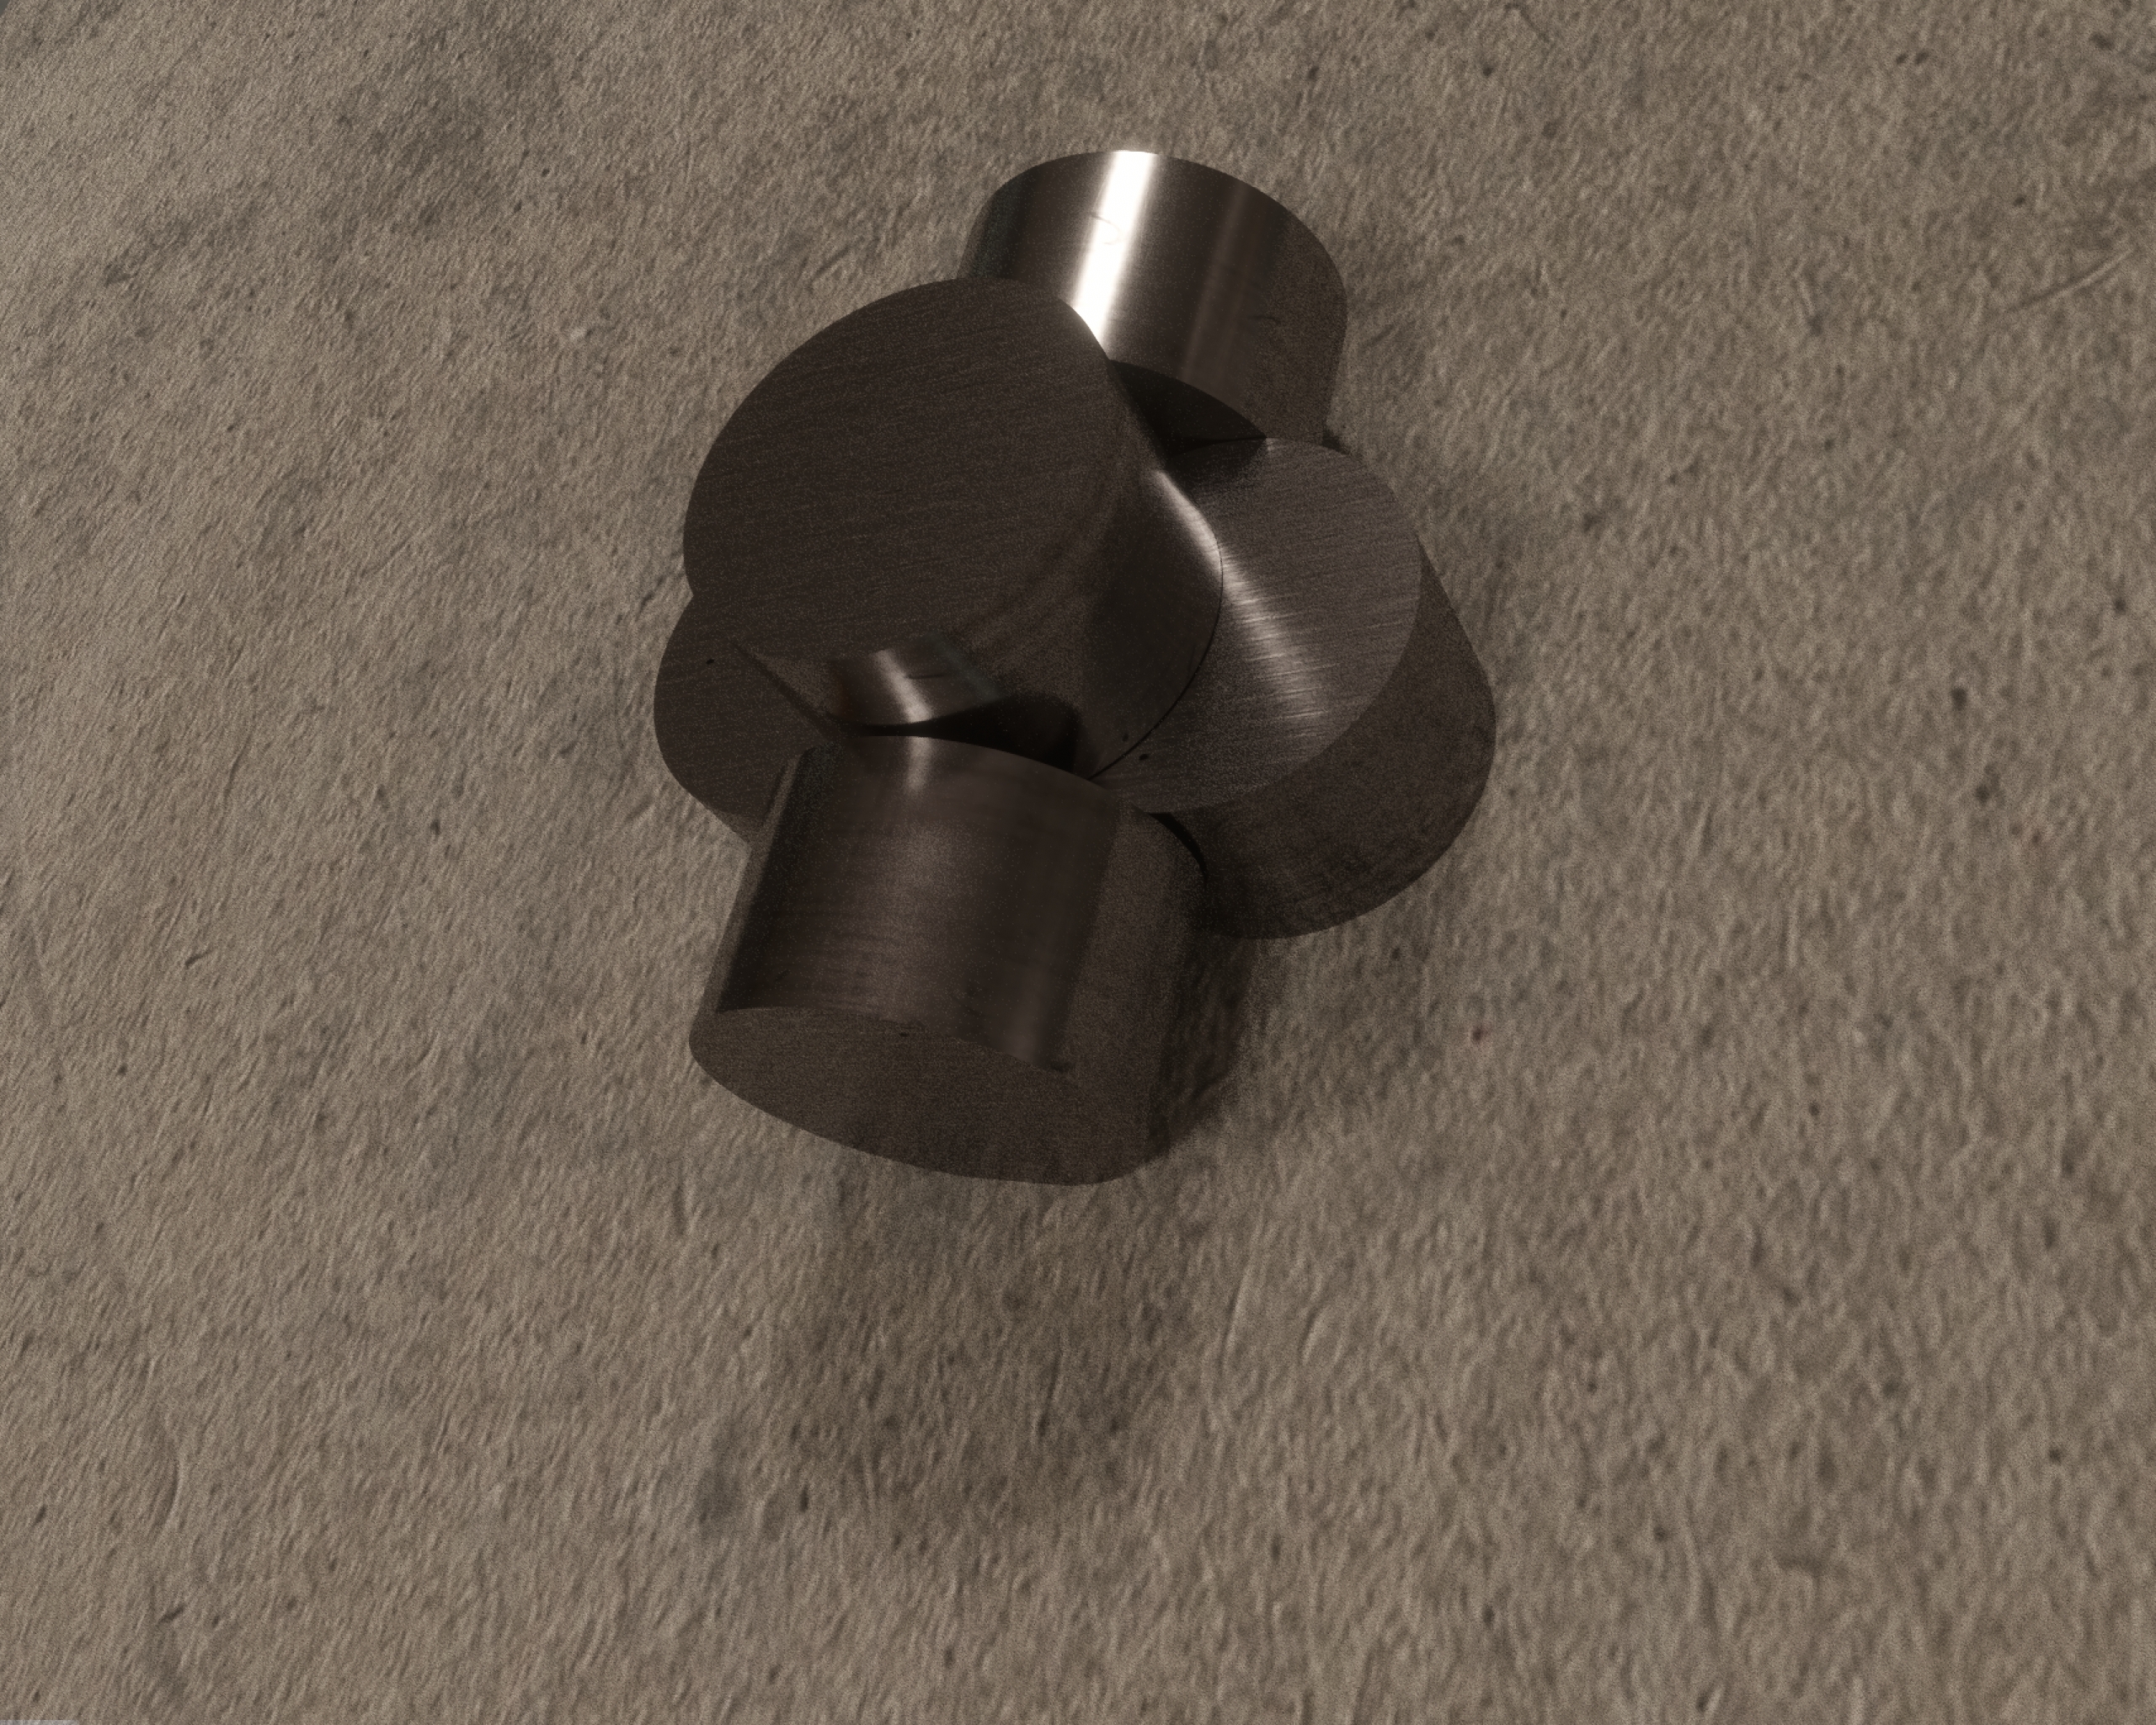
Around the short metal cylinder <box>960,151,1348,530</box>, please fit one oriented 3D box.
[{"bbox_3d":[0.011,-0.096,0.423,0.080,0.080,0.050,0,62,28],"label":"short metal cylinder"}]

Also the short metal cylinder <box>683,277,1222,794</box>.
[{"bbox_3d":[-0.021,-0.055,0.368,0.080,0.050,0.080,-13,56,20],"label":"short metal cylinder"}]

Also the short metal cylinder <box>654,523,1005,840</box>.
[{"bbox_3d":[-0.038,-0.032,0.427,0.080,0.050,0.080,-13,56,20],"label":"short metal cylinder"}]

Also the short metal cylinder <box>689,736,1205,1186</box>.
[{"bbox_3d":[-0.022,0.020,0.369,0.080,0.080,0.050,0,62,28],"label":"short metal cylinder"}]

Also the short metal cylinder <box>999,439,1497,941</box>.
[{"bbox_3d":[0.032,-0.032,0.391,0.080,0.050,0.080,-13,56,20],"label":"short metal cylinder"}]
